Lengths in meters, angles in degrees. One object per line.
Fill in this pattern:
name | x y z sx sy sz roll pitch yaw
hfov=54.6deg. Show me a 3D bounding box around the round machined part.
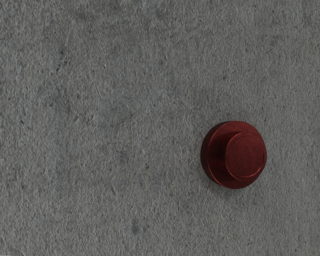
round machined part | 0.111 0.039 0.441 0.099 0.042 0.097 0 90 -20
